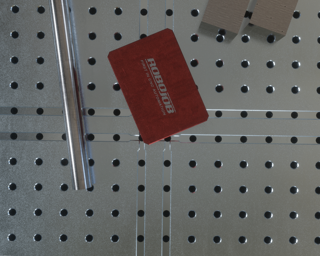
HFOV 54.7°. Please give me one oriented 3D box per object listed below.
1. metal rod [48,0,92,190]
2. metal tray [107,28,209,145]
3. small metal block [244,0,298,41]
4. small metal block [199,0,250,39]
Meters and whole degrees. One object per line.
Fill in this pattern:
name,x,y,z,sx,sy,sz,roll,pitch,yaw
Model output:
metal rod,-0.122,-0.068,0.411,0.025,0.025,0.298,-7,90,0
metal tray,-0.002,-0.053,0.411,0.090,0.030,0.129,-23,90,-1
small metal block,0.148,-0.152,0.415,0.050,0.025,0.050,20,90,-1
small metal block,0.086,-0.154,0.414,0.050,0.025,0.050,19,90,-1
